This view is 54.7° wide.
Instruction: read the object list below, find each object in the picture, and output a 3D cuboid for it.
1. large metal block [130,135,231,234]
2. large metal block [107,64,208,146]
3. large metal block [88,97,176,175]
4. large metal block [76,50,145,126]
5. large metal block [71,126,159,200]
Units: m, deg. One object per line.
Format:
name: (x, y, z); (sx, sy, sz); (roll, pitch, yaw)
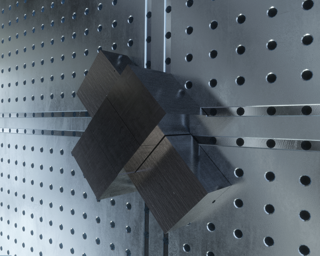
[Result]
large metal block: (0.022, 0.065, 0.373); (0.080, 0.050, 0.080); (-52, 60, 28)
large metal block: (-0.003, -0.027, 0.375); (0.050, 0.081, 0.080); (-52, 60, 27)
large metal block: (-0.031, 0.008, 0.398); (0.050, 0.081, 0.080); (-52, 60, 27)
large metal block: (-0.064, -0.051, 0.440); (0.080, 0.050, 0.080); (52, 121, 27)
large metal block: (-0.059, 0.044, 0.420); (0.050, 0.081, 0.080); (-52, 60, 27)
